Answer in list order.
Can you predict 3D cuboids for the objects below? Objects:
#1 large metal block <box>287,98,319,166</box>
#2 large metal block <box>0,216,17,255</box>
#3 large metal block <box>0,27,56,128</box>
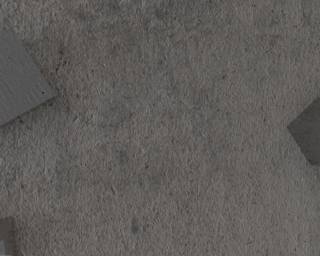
[{"bbox_3d":[0.265,0.006,0.493,0.080,0.050,0.080,-39,103,-16],"label":"large metal block"},{"bbox_3d":[-0.193,0.131,0.309,0.081,0.080,0.050,-6,92,-20],"label":"large metal block"},{"bbox_3d":[-0.171,-0.047,0.332,0.080,0.050,0.080,-33,101,-17],"label":"large metal block"}]
